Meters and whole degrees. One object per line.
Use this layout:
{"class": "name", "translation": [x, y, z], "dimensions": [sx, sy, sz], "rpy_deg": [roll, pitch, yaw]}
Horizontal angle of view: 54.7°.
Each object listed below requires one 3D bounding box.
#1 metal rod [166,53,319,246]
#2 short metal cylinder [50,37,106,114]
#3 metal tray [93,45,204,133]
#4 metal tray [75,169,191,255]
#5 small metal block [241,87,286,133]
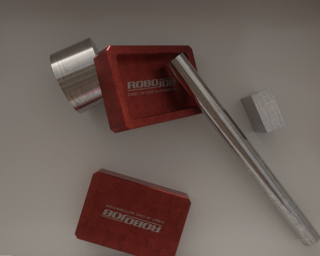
{"class": "metal rod", "translation": [0.110, 0.033, 0.394], "dimensions": [0.025, 0.025, 0.300], "rpy_deg": [-39, 98, 0]}
{"class": "short metal cylinder", "translation": [-0.092, -0.064, 0.383], "dimensions": [0.050, 0.080, 0.080], "rpy_deg": [-24, 90, 0]}
{"class": "metal tray", "translation": [-0.006, -0.050, 0.370], "dimensions": [0.131, 0.030, 0.089], "rpy_deg": [-14, 90, -41]}
{"class": "metal tray", "translation": [-0.034, 0.115, 0.409], "dimensions": [0.131, 0.030, 0.090], "rpy_deg": [17, 90, -1]}
{"class": "small metal block", "translation": [0.132, -0.022, 0.401], "dimensions": [0.025, 0.050, 0.050], "rpy_deg": [-23, 90, 0]}
